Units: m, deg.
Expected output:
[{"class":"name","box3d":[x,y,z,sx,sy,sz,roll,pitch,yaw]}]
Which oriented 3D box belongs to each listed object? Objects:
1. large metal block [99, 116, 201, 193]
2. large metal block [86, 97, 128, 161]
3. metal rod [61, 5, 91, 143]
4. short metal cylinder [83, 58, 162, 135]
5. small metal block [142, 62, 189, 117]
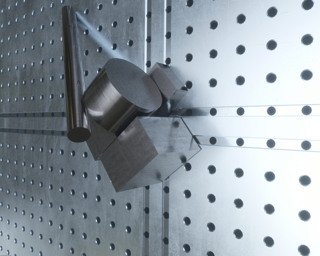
[{"class":"large metal block","box3d":[-0.012,0.031,0.379,0.080,0.081,0.050,-45,64,30]},{"class":"large metal block","box3d":[-0.059,-0.006,0.421,0.050,0.081,0.080,-45,63,30]},{"class":"metal rod","box3d":[-0.125,-0.097,0.442,0.025,0.025,0.300,-49,40,29]},{"class":"short metal cylinder","box3d":[-0.045,-0.038,0.375,0.050,0.081,0.080,-44,64,31]},{"class":"small metal block","box3d":[0.002,-0.049,0.407,0.050,0.025,0.050,-49,62,28]}]
